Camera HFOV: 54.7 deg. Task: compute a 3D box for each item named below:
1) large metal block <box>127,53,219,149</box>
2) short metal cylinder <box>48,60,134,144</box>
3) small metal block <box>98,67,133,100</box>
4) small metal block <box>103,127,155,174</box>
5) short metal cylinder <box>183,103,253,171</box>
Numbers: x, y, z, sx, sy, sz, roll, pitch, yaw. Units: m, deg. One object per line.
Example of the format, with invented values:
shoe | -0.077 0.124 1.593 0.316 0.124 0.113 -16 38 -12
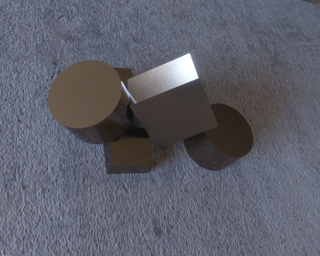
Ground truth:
large metal block | 0.016 -0.030 0.375 0.050 0.080 0.080 -100 164 -45
short metal cylinder | -0.074 -0.028 0.344 0.080 0.050 0.080 -3 68 9
small metal block | -0.060 -0.052 0.405 0.050 0.025 0.050 -1 62 -29
small metal block | -0.039 0.027 0.369 0.050 0.025 0.050 3 61 -27
short metal cylinder | 0.079 0.013 0.426 0.081 0.050 0.080 14 56 -21
